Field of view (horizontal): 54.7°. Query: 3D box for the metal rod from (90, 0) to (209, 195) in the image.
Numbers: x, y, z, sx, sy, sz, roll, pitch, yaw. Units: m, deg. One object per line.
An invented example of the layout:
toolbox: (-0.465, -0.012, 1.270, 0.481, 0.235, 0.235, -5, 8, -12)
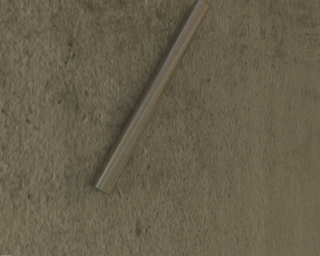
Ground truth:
metal rod: (-0.004, -0.054, 0.403, 0.025, 0.025, 0.300, 41, 65, -33)
